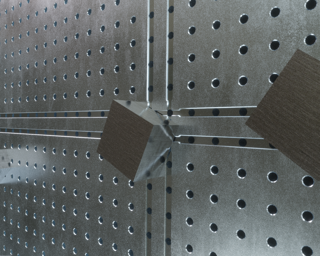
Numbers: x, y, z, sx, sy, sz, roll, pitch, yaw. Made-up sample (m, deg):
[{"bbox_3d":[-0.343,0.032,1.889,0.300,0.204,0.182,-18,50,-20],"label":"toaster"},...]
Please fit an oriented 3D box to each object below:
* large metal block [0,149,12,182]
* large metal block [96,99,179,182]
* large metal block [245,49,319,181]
[{"bbox_3d":[-0.400,0.092,0.707,0.080,0.081,0.050,-41,65,32],"label":"large metal block"},{"bbox_3d":[-0.032,0.015,0.421,0.080,0.050,0.080,32,110,35],"label":"large metal block"},{"bbox_3d":[0.140,-0.012,0.278,0.080,0.050,0.080,44,117,31],"label":"large metal block"}]
